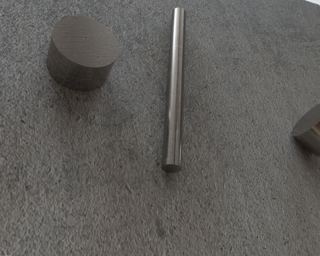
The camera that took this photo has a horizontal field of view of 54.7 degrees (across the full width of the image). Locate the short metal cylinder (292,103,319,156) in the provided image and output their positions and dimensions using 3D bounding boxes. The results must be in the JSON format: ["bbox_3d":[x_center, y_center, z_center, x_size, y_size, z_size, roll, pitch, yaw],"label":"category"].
[{"bbox_3d":[0.268,0.001,0.512,0.050,0.080,0.080,42,51,1],"label":"short metal cylinder"}]

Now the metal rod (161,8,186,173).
[{"bbox_3d":[0.024,-0.075,0.462,0.025,0.025,0.300,17,55,-19],"label":"metal rod"}]

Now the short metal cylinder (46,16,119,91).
[{"bbox_3d":[-0.098,-0.093,0.392,0.081,0.050,0.080,14,56,-21],"label":"short metal cylinder"}]
